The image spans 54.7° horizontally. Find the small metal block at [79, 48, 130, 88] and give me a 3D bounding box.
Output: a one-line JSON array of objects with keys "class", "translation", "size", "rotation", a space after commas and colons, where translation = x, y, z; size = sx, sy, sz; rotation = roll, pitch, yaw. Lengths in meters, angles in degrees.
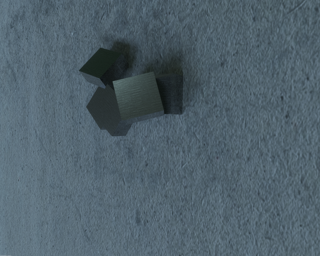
[{"class": "small metal block", "translation": [-0.082, -0.088, 0.457], "size": [0.050, 0.025, 0.050], "rotation": [24, 68, 37]}]

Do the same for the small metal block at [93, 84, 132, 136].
[{"class": "small metal block", "translation": [-0.058, -0.024, 0.418], "size": [0.050, 0.025, 0.050], "rotation": [45, 117, 30]}]

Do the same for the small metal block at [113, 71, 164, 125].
[{"class": "small metal block", "translation": [-0.026, -0.036, 0.377], "size": [0.050, 0.025, 0.050], "rotation": [-14, 78, -2]}]

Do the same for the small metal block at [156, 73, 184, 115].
[{"class": "small metal block", "translation": [0.002, -0.043, 0.403], "size": [0.050, 0.025, 0.050], "rotation": [3, 92, 39]}]

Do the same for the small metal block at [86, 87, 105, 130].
[{"class": "small metal block", "translation": [-0.080, -0.032, 0.469], "size": [0.050, 0.025, 0.050], "rotation": [-52, 60, 27]}]
